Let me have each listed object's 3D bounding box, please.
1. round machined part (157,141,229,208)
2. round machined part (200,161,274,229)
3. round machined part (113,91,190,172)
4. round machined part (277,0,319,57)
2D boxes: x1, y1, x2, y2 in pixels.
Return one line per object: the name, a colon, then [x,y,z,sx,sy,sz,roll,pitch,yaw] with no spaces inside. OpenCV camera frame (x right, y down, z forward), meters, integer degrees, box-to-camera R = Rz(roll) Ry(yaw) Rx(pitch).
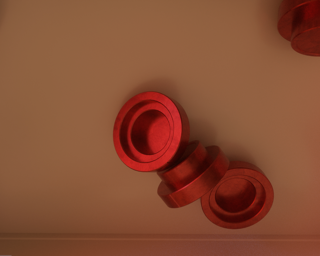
round machined part: [0.035,0.052,0.393,0.098,0.098,0.042,-36,98,12]
round machined part: [0.105,0.090,0.437,0.099,0.042,0.097,0,110,-1]
round machined part: [-0.007,0.007,0.387,0.098,0.042,0.097,-5,79,29]
round machined part: [0.178,-0.110,0.331,0.099,0.098,0.042,8,79,-4]
